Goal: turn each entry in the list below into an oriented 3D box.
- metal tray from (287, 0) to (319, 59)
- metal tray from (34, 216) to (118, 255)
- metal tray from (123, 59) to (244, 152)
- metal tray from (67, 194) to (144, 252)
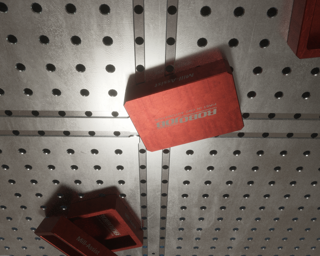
[{"bbox_3d":[0.204,-0.121,0.307,0.131,0.030,0.089,-5,130,3],"label":"metal tray"},{"bbox_3d":[-0.146,0.206,0.543,0.130,0.030,0.090,45,141,-19],"label":"metal tray"},{"bbox_3d":[0.031,-0.024,0.389,0.130,0.030,0.090,-15,129,12],"label":"metal tray"},{"bbox_3d":[-0.094,0.177,0.557,0.090,0.030,0.130,-16,129,12],"label":"metal tray"}]
